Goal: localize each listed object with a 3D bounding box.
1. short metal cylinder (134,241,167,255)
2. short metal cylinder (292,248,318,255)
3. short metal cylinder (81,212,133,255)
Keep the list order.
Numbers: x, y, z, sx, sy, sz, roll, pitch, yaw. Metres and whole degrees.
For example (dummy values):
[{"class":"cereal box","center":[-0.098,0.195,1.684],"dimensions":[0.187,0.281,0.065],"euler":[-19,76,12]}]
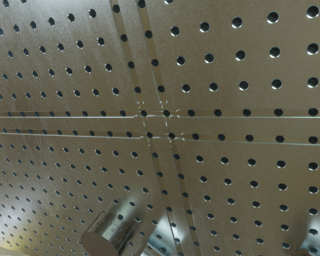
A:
[{"class":"short metal cylinder","center":[-0.026,0.248,0.543],"dimensions":[0.050,0.080,0.080],"euler":[37,129,4]},{"class":"short metal cylinder","center":[0.195,0.206,0.400],"dimensions":[0.050,0.080,0.079],"euler":[29,128,10]},{"class":"short metal cylinder","center":[-0.098,0.204,0.573],"dimensions":[0.080,0.050,0.079],"euler":[13,124,21]}]
